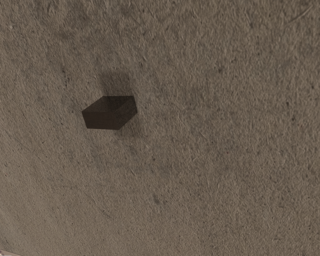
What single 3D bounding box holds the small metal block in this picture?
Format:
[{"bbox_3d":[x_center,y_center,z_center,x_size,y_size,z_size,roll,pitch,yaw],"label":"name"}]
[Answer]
[{"bbox_3d":[-0.066,-0.021,0.410,0.050,0.050,0.025,2,120,27],"label":"small metal block"}]
